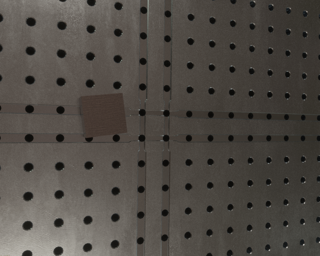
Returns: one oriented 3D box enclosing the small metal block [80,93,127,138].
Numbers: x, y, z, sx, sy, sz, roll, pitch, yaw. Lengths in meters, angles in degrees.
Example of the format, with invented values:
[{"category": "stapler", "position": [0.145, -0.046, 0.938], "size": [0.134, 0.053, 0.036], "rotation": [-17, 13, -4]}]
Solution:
[{"category": "small metal block", "position": [-0.071, -0.016, 0.387], "size": [0.050, 0.025, 0.050], "rotation": [-7, 93, -20]}]
